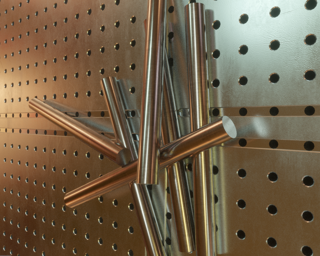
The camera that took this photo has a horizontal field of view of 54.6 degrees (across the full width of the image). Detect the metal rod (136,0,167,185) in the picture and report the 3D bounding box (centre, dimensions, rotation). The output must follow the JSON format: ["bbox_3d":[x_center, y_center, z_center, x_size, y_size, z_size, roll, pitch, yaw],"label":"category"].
[{"bbox_3d":[-0.007,-0.083,0.378,0.025,0.025,0.299,-8,73,40],"label":"metal rod"}]

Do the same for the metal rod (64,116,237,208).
[{"bbox_3d":[-0.035,0.057,0.405,0.299,0.025,0.025,-29,72,36],"label":"metal rod"}]

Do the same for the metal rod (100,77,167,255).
[{"bbox_3d":[-0.036,0.065,0.440,0.025,0.025,0.299,-28,73,36],"label":"metal rod"}]

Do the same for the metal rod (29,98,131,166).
[{"bbox_3d":[-0.149,-0.004,0.515,0.300,0.025,0.025,23,105,43],"label":"metal rod"}]

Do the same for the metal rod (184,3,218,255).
[{"bbox_3d":[0.048,0.003,0.370,0.025,0.025,0.298,-4,87,40],"label":"metal rod"}]

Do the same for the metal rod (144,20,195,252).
[{"bbox_3d":[0.013,0.002,0.399,0.025,0.025,0.299,-15,81,39],"label":"metal rod"}]
